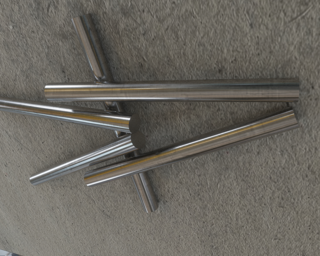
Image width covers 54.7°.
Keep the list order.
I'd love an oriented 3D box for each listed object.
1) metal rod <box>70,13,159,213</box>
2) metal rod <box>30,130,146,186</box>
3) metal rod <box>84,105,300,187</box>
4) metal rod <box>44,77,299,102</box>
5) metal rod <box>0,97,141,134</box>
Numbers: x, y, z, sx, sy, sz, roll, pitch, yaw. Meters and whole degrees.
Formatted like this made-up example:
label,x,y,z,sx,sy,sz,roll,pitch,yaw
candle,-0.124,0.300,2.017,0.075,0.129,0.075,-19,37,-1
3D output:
label,x,y,z,sx,sy,sz,roll,pitch,yaw
metal rod,-0.055,-0.005,0.433,0.025,0.025,0.298,-3,117,29
metal rod,-0.132,0.056,0.492,0.299,0.025,0.025,-22,107,41
metal rod,0.019,0.032,0.397,0.300,0.025,0.025,-20,108,28
metal rod,-0.003,-0.043,0.361,0.301,0.025,0.025,2,120,19
metal rod,-0.160,-0.025,0.457,0.300,0.025,0.025,9,122,30
